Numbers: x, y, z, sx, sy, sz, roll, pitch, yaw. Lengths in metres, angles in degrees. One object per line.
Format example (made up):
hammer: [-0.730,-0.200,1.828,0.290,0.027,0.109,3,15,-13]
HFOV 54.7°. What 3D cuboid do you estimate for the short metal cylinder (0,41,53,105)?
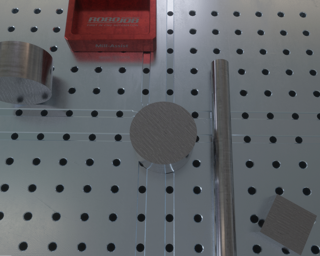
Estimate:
short metal cylinder: [-0.184,-0.070,0.406,0.081,0.080,0.050,-4,70,-2]

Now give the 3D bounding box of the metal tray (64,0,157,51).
metal tray: [-0.071,-0.162,0.467,0.131,0.030,0.090,0,70,0]

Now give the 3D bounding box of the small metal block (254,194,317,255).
small metal block: [0.149,0.115,0.371,0.050,0.025,0.050,29,72,10]

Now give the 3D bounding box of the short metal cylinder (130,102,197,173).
short metal cylinder: [0.004,0.013,0.393,0.081,0.050,0.080,0,70,0]

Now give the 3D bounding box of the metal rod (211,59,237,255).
metal rod: [0.080,0.048,0.394,0.025,0.025,0.299,2,70,1]
